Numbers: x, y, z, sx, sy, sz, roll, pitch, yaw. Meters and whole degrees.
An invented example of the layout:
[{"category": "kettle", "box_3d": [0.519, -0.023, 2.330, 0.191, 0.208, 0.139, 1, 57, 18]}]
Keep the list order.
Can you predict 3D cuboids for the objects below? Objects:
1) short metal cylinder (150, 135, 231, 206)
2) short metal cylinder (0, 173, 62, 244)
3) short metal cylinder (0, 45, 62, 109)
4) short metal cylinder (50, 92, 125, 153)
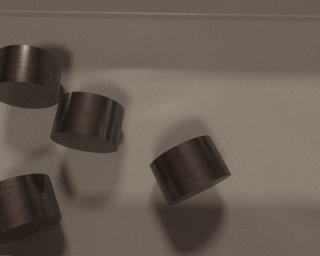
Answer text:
[{"category": "short metal cylinder", "box_3d": [0.035, 0.050, 0.363, 0.080, 0.080, 0.050, -24, 72, -9]}, {"category": "short metal cylinder", "box_3d": [-0.157, 0.091, 0.345, 0.080, 0.080, 0.050, -22, 72, -8]}, {"category": "short metal cylinder", "box_3d": [-0.171, -0.063, 0.402, 0.081, 0.080, 0.050, -2, 70, -1]}, {"category": "short metal cylinder", "box_3d": [-0.088, -0.004, 0.381, 0.080, 0.080, 0.050, 7, 70, 2]}]
